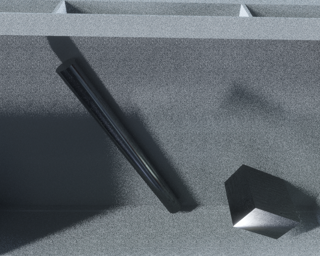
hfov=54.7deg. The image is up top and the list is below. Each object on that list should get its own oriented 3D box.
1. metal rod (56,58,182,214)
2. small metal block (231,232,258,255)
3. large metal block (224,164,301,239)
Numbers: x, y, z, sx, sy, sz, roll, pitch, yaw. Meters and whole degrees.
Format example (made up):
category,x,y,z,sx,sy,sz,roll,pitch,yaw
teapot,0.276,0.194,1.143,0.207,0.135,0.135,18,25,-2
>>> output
category,x,y,z,sx,sy,sz,roll,pitch,yaw
metal rod,-0.041,0.032,0.435,0.025,0.025,0.299,-21,128,16
small metal block,0.166,0.239,0.602,0.025,0.050,0.050,-32,124,24
large metal block,0.152,0.112,0.471,0.080,0.080,0.050,21,127,-18
